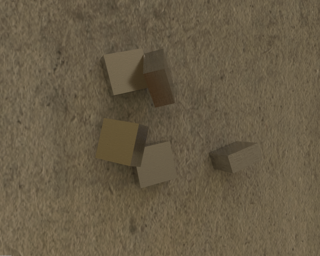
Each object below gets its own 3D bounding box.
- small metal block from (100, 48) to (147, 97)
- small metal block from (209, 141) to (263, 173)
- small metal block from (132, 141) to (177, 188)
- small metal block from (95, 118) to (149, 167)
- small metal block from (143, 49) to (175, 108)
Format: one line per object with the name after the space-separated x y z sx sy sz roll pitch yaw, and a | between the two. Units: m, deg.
-0.043 -0.070 0.394 0.050 0.025 0.050 -15 95 -20 | small metal block
0.106 0.040 0.436 0.050 0.050 0.025 -20 97 -19 | small metal block
-0.010 0.046 0.406 0.050 0.025 0.050 -12 94 -20 | small metal block
-0.046 0.017 0.378 0.025 0.050 0.050 20 81 -64 | small metal block
-0.001 -0.062 0.384 0.025 0.050 0.050 -13 129 9 | small metal block
